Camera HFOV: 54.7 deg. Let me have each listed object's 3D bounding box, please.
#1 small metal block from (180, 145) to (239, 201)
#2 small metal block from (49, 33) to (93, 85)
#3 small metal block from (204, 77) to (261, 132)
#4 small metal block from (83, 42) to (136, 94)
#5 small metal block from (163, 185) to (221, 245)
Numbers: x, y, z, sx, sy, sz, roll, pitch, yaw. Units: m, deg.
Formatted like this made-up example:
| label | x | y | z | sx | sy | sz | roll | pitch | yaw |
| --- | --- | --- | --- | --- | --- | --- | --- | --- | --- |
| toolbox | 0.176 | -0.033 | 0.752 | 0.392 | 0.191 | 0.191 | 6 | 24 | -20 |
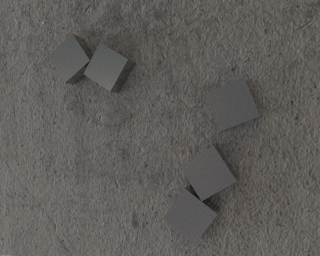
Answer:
| label | x | y | z | sx | sy | sz | roll | pitch | yaw |
| --- | --- | --- | --- | --- | --- | --- | --- | --- | --- |
| small metal block | 0.062 | 0.055 | 0.387 | 0.050 | 0.025 | 0.050 | -35 | 79 | 16 |
| small metal block | -0.126 | -0.100 | 0.453 | 0.050 | 0.025 | 0.050 | -37 | 78 | 16 |
| small metal block | 0.089 | -0.028 | 0.377 | 0.050 | 0.025 | 0.050 | -23 | 83 | 18 |
| small metal block | -0.070 | -0.084 | 0.434 | 0.050 | 0.025 | 0.050 | 34 | 101 | 16 |
| small metal block | 0.041 | 0.109 | 0.395 | 0.050 | 0.025 | 0.050 | 37 | 102 | 16 |
